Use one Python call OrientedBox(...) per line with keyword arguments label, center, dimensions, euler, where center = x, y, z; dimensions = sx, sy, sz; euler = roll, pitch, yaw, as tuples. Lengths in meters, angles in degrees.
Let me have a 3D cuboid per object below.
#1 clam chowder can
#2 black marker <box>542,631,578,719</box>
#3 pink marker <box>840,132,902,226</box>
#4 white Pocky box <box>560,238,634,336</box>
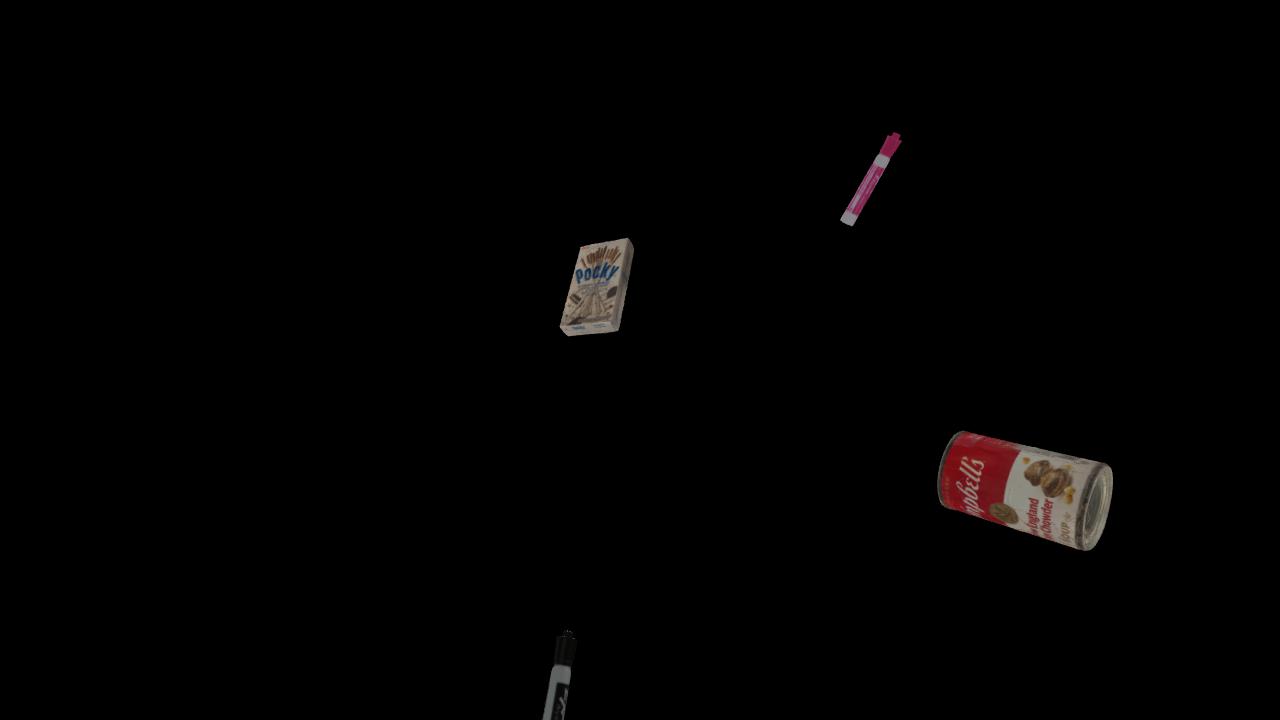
OrientedBox(label="clam chowder can", center=(0.299, 0.100, 0.482), dimensions=(0.068, 0.068, 0.102), euler=(0, 8, -41))
OrientedBox(label="black marker", center=(-0.070, 0.289, 0.509), dimensions=(0.020, 0.121, 0.020), euler=(6, -36, 4))
OrientedBox(label="pink marker", center=(0.294, -0.229, 0.783), dimensions=(0.020, 0.121, 0.020), euler=(19, 27, -10))
OrientedBox(label="white Pocky box", center=(-0.060, -0.106, 0.890), dimensions=(0.084, 0.154, 0.028), euler=(-5, -34, 23))
